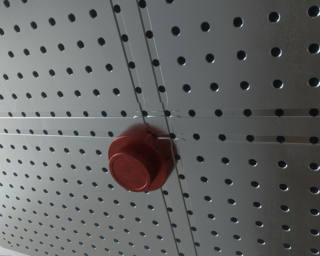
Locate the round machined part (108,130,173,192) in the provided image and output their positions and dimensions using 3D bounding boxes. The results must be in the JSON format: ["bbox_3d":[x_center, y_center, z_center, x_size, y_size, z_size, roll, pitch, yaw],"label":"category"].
[{"bbox_3d":[-0.035,0.055,0.453,0.098,0.042,0.097,13,124,21],"label":"round machined part"}]
